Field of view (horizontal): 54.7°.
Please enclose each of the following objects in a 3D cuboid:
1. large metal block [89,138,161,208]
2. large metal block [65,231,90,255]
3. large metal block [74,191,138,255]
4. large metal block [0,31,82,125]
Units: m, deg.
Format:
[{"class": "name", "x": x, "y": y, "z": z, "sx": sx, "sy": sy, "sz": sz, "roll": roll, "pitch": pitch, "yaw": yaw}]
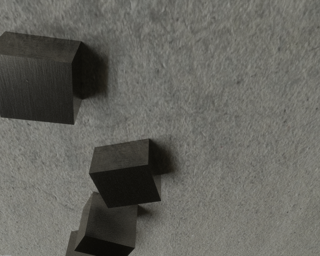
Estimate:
[{"class": "large metal block", "x": -0.046, "y": 0.067, "z": 0.447, "sx": 0.080, "sy": 0.050, "sz": 0.080, "roll": -10, "pitch": 130, "yaw": 7}, {"class": "large metal block", "x": -0.123, "y": 0.232, "z": 0.567, "sx": 0.080, "sy": 0.080, "sz": 0.050, "roll": -13, "pitch": 129, "yaw": 10}, {"class": "large metal block", "x": -0.086, "y": 0.161, "z": 0.507, "sx": 0.080, "sy": 0.080, "sz": 0.050, "roll": 22, "pitch": 127, "yaw": -18}, {"class": "large metal block", "x": -0.132, "y": -0.054, "z": 0.343, "sx": 0.081, "sy": 0.050, "sz": 0.079, "roll": 6, "pitch": 130, "yaw": -6}]
